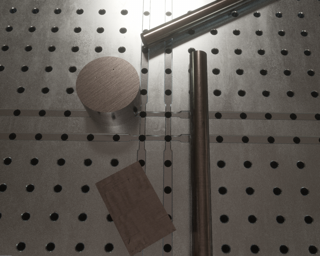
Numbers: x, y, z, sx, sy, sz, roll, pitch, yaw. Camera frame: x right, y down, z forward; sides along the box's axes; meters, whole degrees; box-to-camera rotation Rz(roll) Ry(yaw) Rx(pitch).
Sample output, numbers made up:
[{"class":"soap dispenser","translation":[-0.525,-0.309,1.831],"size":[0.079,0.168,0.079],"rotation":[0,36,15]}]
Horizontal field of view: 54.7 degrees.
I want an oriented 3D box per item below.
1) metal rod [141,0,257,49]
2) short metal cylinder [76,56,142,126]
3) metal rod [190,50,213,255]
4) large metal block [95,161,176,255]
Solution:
[{"class":"metal rod","translation":[0.109,-0.195,0.484],"size":[0.302,0.025,0.025],"rotation":[-27,73,-10]},{"class":"short metal cylinder","translation":[-0.066,-0.048,0.415],"size":[0.081,0.050,0.080],"rotation":[0,70,0]},{"class":"metal rod","translation":[0.052,0.034,0.399],"size":[0.025,0.025,0.299],"rotation":[2,70,0]},{"class":"large metal block","translation":[-0.026,0.092,0.349],"size":[0.050,0.080,0.080],"rotation":[-28,73,-10]}]
